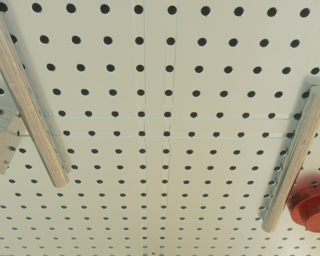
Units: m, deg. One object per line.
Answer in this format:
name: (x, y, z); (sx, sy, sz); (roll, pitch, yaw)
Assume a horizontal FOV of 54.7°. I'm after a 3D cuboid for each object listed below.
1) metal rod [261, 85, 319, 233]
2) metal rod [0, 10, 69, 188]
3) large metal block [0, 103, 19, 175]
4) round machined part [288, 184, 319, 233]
metal rod: (0.198, 0.068, 0.472); (0.025, 0.025, 0.298); (-1, 130, 0)
metal rod: (-0.165, -0.030, 0.383); (0.025, 0.025, 0.298); (-4, 130, 2)
large metal block: (-0.234, 0.008, 0.399); (0.081, 0.050, 0.079); (14, 129, -12)
round machined part: (0.274, 0.142, 0.526); (0.099, 0.042, 0.097); (-1, 130, 0)
